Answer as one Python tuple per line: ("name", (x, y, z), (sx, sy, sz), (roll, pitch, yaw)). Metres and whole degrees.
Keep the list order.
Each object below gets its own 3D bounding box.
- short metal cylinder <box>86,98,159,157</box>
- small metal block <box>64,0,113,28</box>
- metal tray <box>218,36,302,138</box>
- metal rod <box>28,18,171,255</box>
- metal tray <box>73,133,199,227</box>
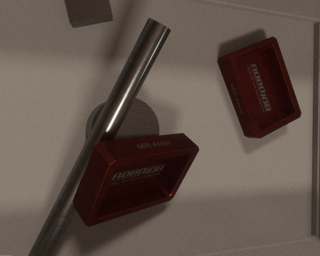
("short metal cylinder", (-0.047, 0.003, 0.381), (0.081, 0.050, 0.079), (0, 90, -20))
("small metal block", (-0.087, -0.153, 0.373), (0.050, 0.025, 0.050), (-13, 95, -6))
("metal tray", (0.151, -0.060, 0.465), (0.091, 0.030, 0.129), (-25, 99, -19))
("metal rod", (-0.071, 0.026, 0.333), (0.025, 0.025, 0.298), (25, 101, -19))
("metal tray", (-0.023, 0.054, 0.350), (0.131, 0.030, 0.089), (-5, 128, -44))
